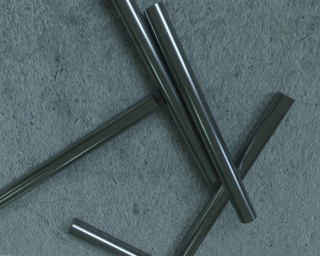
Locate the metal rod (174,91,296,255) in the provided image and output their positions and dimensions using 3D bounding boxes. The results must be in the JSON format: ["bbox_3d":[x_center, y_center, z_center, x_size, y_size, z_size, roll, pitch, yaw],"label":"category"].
[{"bbox_3d":[0.096,0.084,0.441,0.025,0.025,0.298,25,108,-9],"label":"metal rod"}]

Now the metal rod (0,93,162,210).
[{"bbox_3d":[-0.130,0.042,0.424,0.300,0.025,0.025,-32,107,11],"label":"metal rod"}]

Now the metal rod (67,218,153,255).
[{"bbox_3d":[-0.005,0.221,0.490,0.301,0.025,0.025,31,107,-11],"label":"metal rod"}]

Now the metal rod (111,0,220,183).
[{"bbox_3d":[0.007,-0.055,0.389,0.025,0.025,0.299,-26,108,9],"label":"metal rod"}]

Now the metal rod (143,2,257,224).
[{"bbox_3d":[0.056,-0.009,0.390,0.025,0.025,0.299,-24,103,8],"label":"metal rod"}]
